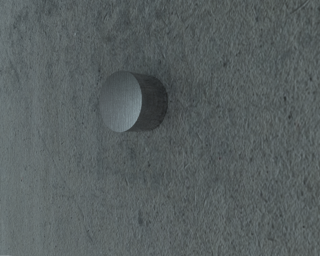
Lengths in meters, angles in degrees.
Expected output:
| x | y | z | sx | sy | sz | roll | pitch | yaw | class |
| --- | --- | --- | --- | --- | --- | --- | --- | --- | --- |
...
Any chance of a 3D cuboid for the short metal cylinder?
| x | y | z | sx | sy | sz | roll | pitch | yaw | class |
| --- | --- | --- | --- | --- | --- | --- | --- | --- | --- |
| -0.036 | -0.034 | 0.420 | 0.080 | 0.050 | 0.080 | 0 | 90 | 40 | short metal cylinder |
